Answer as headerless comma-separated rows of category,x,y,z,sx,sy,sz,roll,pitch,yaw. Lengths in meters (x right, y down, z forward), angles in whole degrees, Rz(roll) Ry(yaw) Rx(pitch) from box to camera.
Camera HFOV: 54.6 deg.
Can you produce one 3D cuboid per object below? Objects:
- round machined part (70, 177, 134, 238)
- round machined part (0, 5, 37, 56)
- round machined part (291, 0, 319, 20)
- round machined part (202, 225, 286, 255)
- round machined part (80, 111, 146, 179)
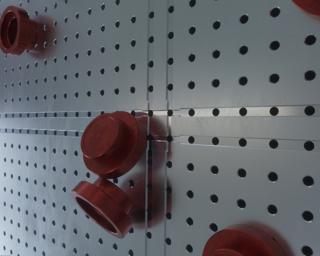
round machined part,-0.077,0.108,0.441,0.098,0.042,0.098,30,149,21
round machined part,-0.292,-0.198,0.642,0.098,0.042,0.097,0,90,40
round machined part,0.157,-0.147,0.269,0.098,0.042,0.097,0,90,40
round machined part,0.085,0.157,0.329,0.098,0.042,0.097,0,90,40
round machined part,-0.071,0.018,0.433,0.098,0.042,0.098,-17,54,26
